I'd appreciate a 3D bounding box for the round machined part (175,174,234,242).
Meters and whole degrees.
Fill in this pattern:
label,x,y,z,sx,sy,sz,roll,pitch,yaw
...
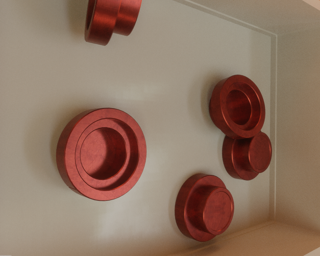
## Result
label,x,y,z,sx,sy,sz,roll,pitch,yaw
round machined part,0.072,0.118,0.456,0.099,0.042,0.097,0,90,-40

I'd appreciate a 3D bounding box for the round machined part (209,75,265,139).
label,x,y,z,sx,sy,sz,roll,pitch,yaw
round machined part,0.116,-0.030,0.485,0.099,0.042,0.098,7,77,-33

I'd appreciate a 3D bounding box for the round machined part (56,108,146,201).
label,x,y,z,sx,sy,sz,roll,pitch,yaw
round machined part,-0.066,0.027,0.340,0.099,0.042,0.097,0,90,-40

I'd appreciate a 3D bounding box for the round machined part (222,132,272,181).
label,x,y,z,sx,sy,sz,roll,pitch,yaw
round machined part,0.153,0.040,0.524,0.099,0.042,0.097,0,90,-40

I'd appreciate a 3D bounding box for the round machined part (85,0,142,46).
label,x,y,z,sx,sy,sz,roll,pitch,yaw
round machined part,-0.046,-0.132,0.315,0.042,0.098,0.097,8,85,-20
